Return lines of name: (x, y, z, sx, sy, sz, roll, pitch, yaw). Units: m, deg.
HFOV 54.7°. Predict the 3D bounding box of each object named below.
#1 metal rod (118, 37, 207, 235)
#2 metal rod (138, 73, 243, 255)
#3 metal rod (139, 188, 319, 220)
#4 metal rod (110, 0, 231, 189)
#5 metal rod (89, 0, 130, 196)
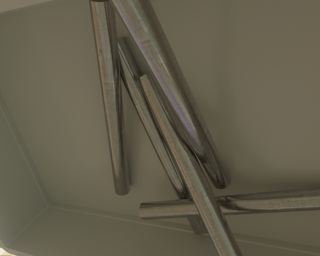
metal rod: (0.004, 0.024, 0.420, 0.025, 0.025, 0.299, -12, 113, 33)
metal rod: (0.047, 0.073, 0.357, 0.025, 0.025, 0.299, -30, 82, 37)
metal rod: (0.109, 0.095, 0.388, 0.300, 0.025, 0.025, -11, 113, 25)
metal rod: (0.025, -0.018, 0.303, 0.025, 0.025, 0.299, 0, 144, 28)
metal rod: (-0.060, -0.016, 0.406, 0.025, 0.025, 0.298, 16, 132, 18)
